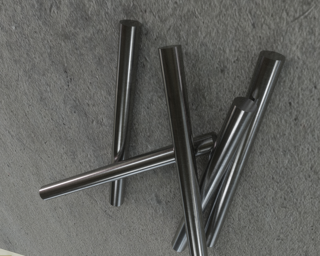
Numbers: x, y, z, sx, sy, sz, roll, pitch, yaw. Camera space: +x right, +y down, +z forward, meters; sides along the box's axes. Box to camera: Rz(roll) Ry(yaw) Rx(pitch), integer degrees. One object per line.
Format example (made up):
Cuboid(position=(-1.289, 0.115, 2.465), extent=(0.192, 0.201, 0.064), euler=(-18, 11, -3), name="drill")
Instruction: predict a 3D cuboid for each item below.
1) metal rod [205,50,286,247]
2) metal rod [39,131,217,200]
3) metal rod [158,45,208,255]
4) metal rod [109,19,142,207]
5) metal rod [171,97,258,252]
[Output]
Cuboid(position=(0.092, 0.050, 0.388), extent=(0.025, 0.025, 0.298), euler=(20, 126, 16), name="metal rod")
Cuboid(position=(-0.059, 0.061, 0.444), extent=(0.300, 0.025, 0.025), euler=(-19, 108, 25), name="metal rod")
Cuboid(position=(0.033, 0.052, 0.379), extent=(0.025, 0.025, 0.298), euler=(2, 113, 27), name="metal rod")
Cuboid(position=(-0.053, 0.002, 0.435), extent=(0.025, 0.025, 0.298), euler=(21, 126, 16), name="metal rod")
Cuboid(position=(0.058, 0.084, 0.410), extent=(0.025, 0.025, 0.298), euler=(25, 133, 12), name="metal rod")
